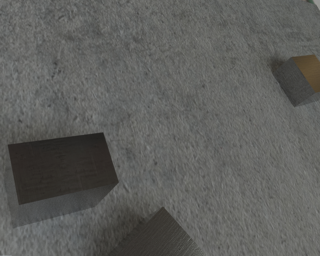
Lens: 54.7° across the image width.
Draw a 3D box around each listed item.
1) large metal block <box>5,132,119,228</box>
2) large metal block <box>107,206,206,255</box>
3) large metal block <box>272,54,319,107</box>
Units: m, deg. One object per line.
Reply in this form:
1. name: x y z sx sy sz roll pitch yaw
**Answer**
1. large metal block: -0.095 0.049 0.288 0.081 0.080 0.050 -8 66 -32
2. large metal block: -0.005 0.139 0.301 0.080 0.050 0.080 48 51 5
3. large metal block: 0.280 -0.092 0.598 0.081 0.050 0.080 -13 69 -34
